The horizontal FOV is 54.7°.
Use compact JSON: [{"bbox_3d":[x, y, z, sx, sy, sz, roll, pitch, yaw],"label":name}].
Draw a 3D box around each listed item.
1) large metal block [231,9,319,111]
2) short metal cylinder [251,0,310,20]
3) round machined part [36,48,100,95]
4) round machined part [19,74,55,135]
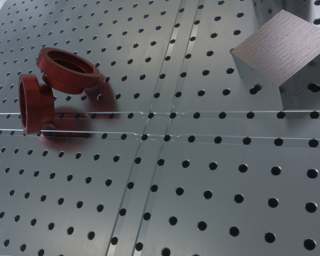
[{"bbox_3d":[0.146,-0.081,0.365,0.080,0.050,0.080,-39,51,1],"label":"large metal block"},{"bbox_3d":[0.164,-0.198,0.427,0.080,0.050,0.080,-13,56,21],"label":"short metal cylinder"},{"bbox_3d":[-0.151,-0.089,0.505,0.098,0.099,0.042,47,118,39],"label":"round machined part"},{"bbox_3d":[-0.201,-0.039,0.505,0.098,0.042,0.097,15,108,59],"label":"round machined part"}]
